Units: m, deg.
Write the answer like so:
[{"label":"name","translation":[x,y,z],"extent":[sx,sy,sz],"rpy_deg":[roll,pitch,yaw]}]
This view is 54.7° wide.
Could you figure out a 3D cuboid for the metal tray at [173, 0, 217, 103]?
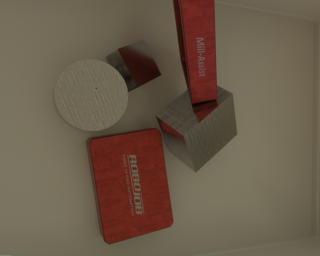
[{"label":"metal tray","translation":[0.038,-0.103,0.344],"extent":[0.030,0.090,0.129],"rpy_deg":[-10,136,3]}]

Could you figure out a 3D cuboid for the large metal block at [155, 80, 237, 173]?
[{"label":"large metal block","translation":[0.050,-0.003,0.397],"extent":[0.080,0.050,0.080],"rpy_deg":[-40,141,-16]}]

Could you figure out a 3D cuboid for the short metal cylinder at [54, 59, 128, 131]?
[{"label":"short metal cylinder","translation":[-0.083,-0.037,0.367],"extent":[0.081,0.050,0.079],"rpy_deg":[0,90,-20]}]

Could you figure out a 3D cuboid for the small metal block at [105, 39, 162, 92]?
[{"label":"small metal block","translation":[-0.032,-0.078,0.389],"extent":[0.050,0.025,0.050],"rpy_deg":[-37,104,-45]}]

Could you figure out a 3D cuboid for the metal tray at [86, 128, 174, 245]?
[{"label":"metal tray","translation":[-0.038,0.070,0.395],"extent":[0.091,0.030,0.129],"rpy_deg":[-9,93,-20]}]
